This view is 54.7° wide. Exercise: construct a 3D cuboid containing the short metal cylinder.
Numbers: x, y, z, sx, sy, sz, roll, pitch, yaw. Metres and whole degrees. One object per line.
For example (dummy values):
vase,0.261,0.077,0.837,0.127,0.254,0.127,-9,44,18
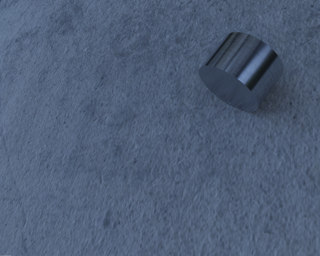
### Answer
short metal cylinder,0.093,-0.063,0.358,0.080,0.080,0.050,31,79,37
